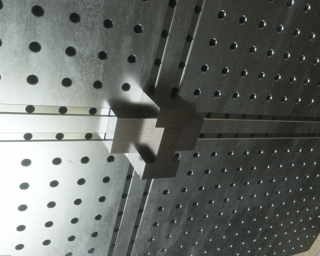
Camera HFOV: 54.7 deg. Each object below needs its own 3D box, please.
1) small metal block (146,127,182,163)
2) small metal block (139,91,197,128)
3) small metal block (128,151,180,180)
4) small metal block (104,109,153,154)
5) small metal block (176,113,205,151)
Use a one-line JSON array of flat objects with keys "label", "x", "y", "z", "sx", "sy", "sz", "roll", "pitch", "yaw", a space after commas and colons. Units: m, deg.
[{"label": "small metal block", "x": 0.000, "y": 0.010, "z": 0.402, "sx": 0.025, "sy": 0.050, "sz": 0.050, "roll": 1, "pitch": 118, "yaw": -29}, {"label": "small metal block", "x": 0.009, "y": -0.023, "z": 0.387, "sx": 0.050, "sy": 0.050, "sz": 0.025, "roll": 1, "pitch": 118, "yaw": -29}, {"label": "small metal block", "x": -0.009, "y": 0.043, "z": 0.418, "sx": 0.050, "sy": 0.050, "sz": 0.025, "roll": 1, "pitch": 118, "yaw": -29}, {"label": "small metal block", "x": -0.039, "y": 0.004, "z": 0.393, "sx": 0.050, "sy": 0.025, "sz": 0.050, "roll": 0, "pitch": 118, "yaw": -29}, {"label": "small metal block", "x": 0.027, "y": 0.004, "z": 0.430, "sx": 0.050, "sy": 0.025, "sz": 0.050, "roll": 1, "pitch": 118, "yaw": -29}]
